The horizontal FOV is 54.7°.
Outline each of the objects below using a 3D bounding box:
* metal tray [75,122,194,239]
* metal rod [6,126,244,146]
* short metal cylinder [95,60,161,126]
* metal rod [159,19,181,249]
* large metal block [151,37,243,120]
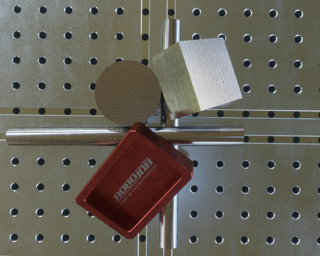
[{"bbox_3d":[-0.032,0.068,0.385,0.090,0.030,0.129,38,111,-6],"label":"metal tray"},{"bbox_3d":[-0.049,0.011,0.396,0.302,0.025,0.025,0,90,7],"label":"metal rod"},{"bbox_3d":[-0.039,-0.043,0.400,0.081,0.050,0.079,0,90,0],"label":"short metal cylinder"},{"bbox_3d":[0.013,0.008,0.413,0.025,0.025,0.298,1,90,0],"label":"metal rod"},{"bbox_3d":[0.047,-0.061,0.381,0.081,0.050,0.080,-18,90,-40],"label":"large metal block"}]
